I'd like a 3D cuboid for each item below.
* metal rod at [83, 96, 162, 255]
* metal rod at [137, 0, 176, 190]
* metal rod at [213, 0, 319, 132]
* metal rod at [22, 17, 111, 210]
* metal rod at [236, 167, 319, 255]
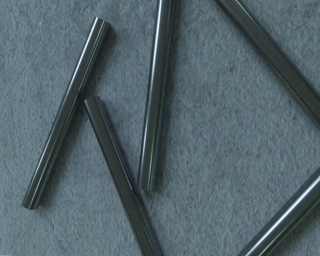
[{"bbox_3d":[-0.041,0.096,0.422,0.025,0.025,0.299,-25,82,18],"label":"metal rod"},{"bbox_3d":[-0.002,-0.068,0.408,0.025,0.025,0.298,7,92,19],"label":"metal rod"},{"bbox_3d":[0.135,-0.080,0.361,0.025,0.025,0.299,-38,78,16],"label":"metal rod"},{"bbox_3d":[-0.140,-0.016,0.456,0.025,0.025,0.298,26,98,17],"label":"metal rod"},{"bbox_3d":[0.106,0.158,0.371,0.025,0.025,0.299,41,102,15],"label":"metal rod"}]
